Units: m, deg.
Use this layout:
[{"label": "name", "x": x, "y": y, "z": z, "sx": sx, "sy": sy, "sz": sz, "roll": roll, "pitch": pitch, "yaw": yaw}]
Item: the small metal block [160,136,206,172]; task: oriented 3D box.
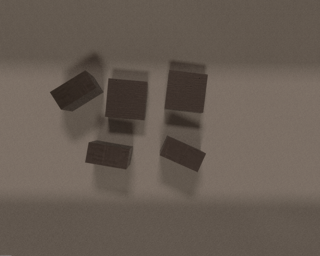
[{"label": "small metal block", "x": 0.028, "y": 0.032, "z": 0.399, "sx": 0.050, "sy": 0.050, "sz": 0.025, "roll": 24, "pitch": 90, "yaw": -1}]

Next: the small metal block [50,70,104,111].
[{"label": "small metal block", "x": -0.105, "y": -0.046, "z": 0.398, "sx": 0.050, "sy": 0.050, "sz": 0.025, "roll": -32, "pitch": 90, "yaw": 0}]

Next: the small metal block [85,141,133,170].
[{"label": "small metal block", "x": -0.063, "y": 0.033, "z": 0.398, "sx": 0.050, "sy": 0.050, "sz": 0.025, "roll": 10, "pitch": 90, "yaw": -1}]

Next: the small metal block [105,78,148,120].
[{"label": "small metal block", "x": -0.043, "y": -0.037, "z": 0.411, "sx": 0.050, "sy": 0.025, "sz": 0.050, "roll": 5, "pitch": 90, "yaw": -1}]

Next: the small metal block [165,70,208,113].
[{"label": "small metal block", "x": 0.034, "y": -0.047, "z": 0.412, "sx": 0.050, "sy": 0.025, "sz": 0.050, "roll": 7, "pitch": 90, "yaw": -1}]
